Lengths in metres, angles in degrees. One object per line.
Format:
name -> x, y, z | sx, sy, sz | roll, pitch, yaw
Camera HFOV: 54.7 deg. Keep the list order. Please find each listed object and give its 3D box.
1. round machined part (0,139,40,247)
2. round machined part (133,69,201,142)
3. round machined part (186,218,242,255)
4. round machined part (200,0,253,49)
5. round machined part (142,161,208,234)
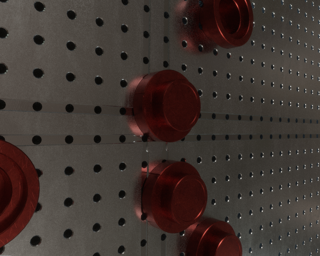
round machined part -> -0.160, 0.055, 0.265 | 0.099, 0.042, 0.097 | 0, 90, -40
round machined part -> 0.016, -0.029, 0.414 | 0.099, 0.042, 0.097 | 0, 90, -40
round machined part -> 0.089, 0.193, 0.476 | 0.099, 0.042, 0.097 | 0, 90, -40
round machined part -> 0.100, -0.173, 0.484 | 0.099, 0.042, 0.097 | 0, 90, -40
round machined part -> 0.027, 0.095, 0.423 | 0.099, 0.042, 0.097 | 0, 90, -40
